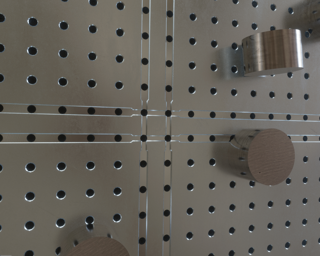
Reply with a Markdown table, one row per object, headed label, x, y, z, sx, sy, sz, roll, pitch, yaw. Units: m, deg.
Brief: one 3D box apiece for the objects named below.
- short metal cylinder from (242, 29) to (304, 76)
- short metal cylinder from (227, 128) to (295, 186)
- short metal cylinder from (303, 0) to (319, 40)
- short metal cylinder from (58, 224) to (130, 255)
| label | x | y | z | sx | sy | sz | roll | pitch | yaw |
| --- | --- | --- | --- | --- | --- | --- | --- | --- | --- |
| short metal cylinder | 0.160 | -0.105 | 0.442 | 0.081 | 0.080 | 0.050 | -6 | 92 | -20 |
| short metal cylinder | 0.147 | 0.040 | 0.454 | 0.081 | 0.050 | 0.079 | 0 | 90 | -20 |
| short metal cylinder | 0.284 | -0.188 | 0.504 | 0.081 | 0.050 | 0.079 | 0 | 90 | -20 |
| short metal cylinder | -0.079 | 0.162 | 0.370 | 0.081 | 0.050 | 0.079 | 0 | 90 | -20 |
